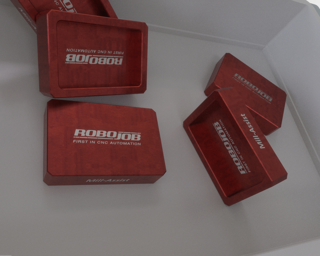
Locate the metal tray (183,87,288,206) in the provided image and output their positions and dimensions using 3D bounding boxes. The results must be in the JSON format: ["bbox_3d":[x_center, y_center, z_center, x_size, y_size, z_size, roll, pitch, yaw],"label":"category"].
[{"bbox_3d":[0.089,0.025,0.396,0.030,0.090,0.130,-15,70,-34],"label":"metal tray"}]

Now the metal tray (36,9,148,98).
[{"bbox_3d":[-0.074,-0.085,0.369,0.131,0.030,0.089,-9,106,-41],"label":"metal tray"}]

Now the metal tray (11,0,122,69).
[{"bbox_3d":[-0.111,-0.145,0.359,0.090,0.130,0.030,-46,45,-16],"label":"metal tray"}]

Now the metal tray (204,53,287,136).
[{"bbox_3d":[0.145,-0.057,0.515,0.130,0.030,0.090,33,51,-7],"label":"metal tray"}]

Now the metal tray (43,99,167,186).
[{"bbox_3d":[-0.063,0.018,0.357,0.131,0.030,0.090,4,60,-26],"label":"metal tray"}]
